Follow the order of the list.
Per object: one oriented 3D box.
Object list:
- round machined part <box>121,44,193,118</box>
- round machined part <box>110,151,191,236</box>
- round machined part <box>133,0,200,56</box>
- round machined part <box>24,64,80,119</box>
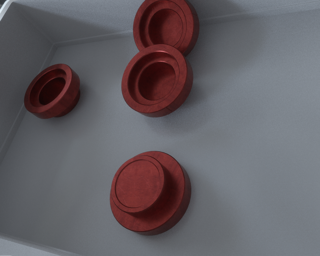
[{"bbox_3d":[0.000,-0.061,0.423,0.098,0.042,0.098,-8,72,26],"label":"round machined part"},{"bbox_3d":[-0.017,0.071,0.361,0.098,0.042,0.098,-13,56,21],"label":"round machined part"},{"bbox_3d":[0.013,-0.145,0.457,0.098,0.042,0.097,6,102,28],"label":"round machined part"},{"bbox_3d":[-0.175,-0.057,0.522,0.098,0.042,0.098,-13,56,21],"label":"round machined part"}]
